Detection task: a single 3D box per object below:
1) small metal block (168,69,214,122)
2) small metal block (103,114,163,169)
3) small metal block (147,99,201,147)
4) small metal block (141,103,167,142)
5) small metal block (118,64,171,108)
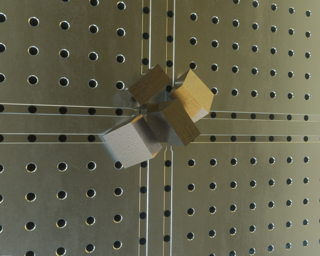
[{"bbox_3d":[0.043,-0.044,0.414,0.050,0.025,0.050,44,36,-15],"label":"small metal block"},{"bbox_3d":[-0.034,0.017,0.384,0.050,0.050,0.025,58,36,-11],"label":"small metal block"},{"bbox_3d":[0.016,-0.006,0.378,0.025,0.050,0.050,-38,103,-17],"label":"small metal block"},{"bbox_3d":[0.002,-0.006,0.413,0.050,0.025,0.050,1,90,-21],"label":"small metal block"},{"bbox_3d":[-0.021,-0.051,0.391,0.050,0.050,0.025,-43,104,-15],"label":"small metal block"}]
